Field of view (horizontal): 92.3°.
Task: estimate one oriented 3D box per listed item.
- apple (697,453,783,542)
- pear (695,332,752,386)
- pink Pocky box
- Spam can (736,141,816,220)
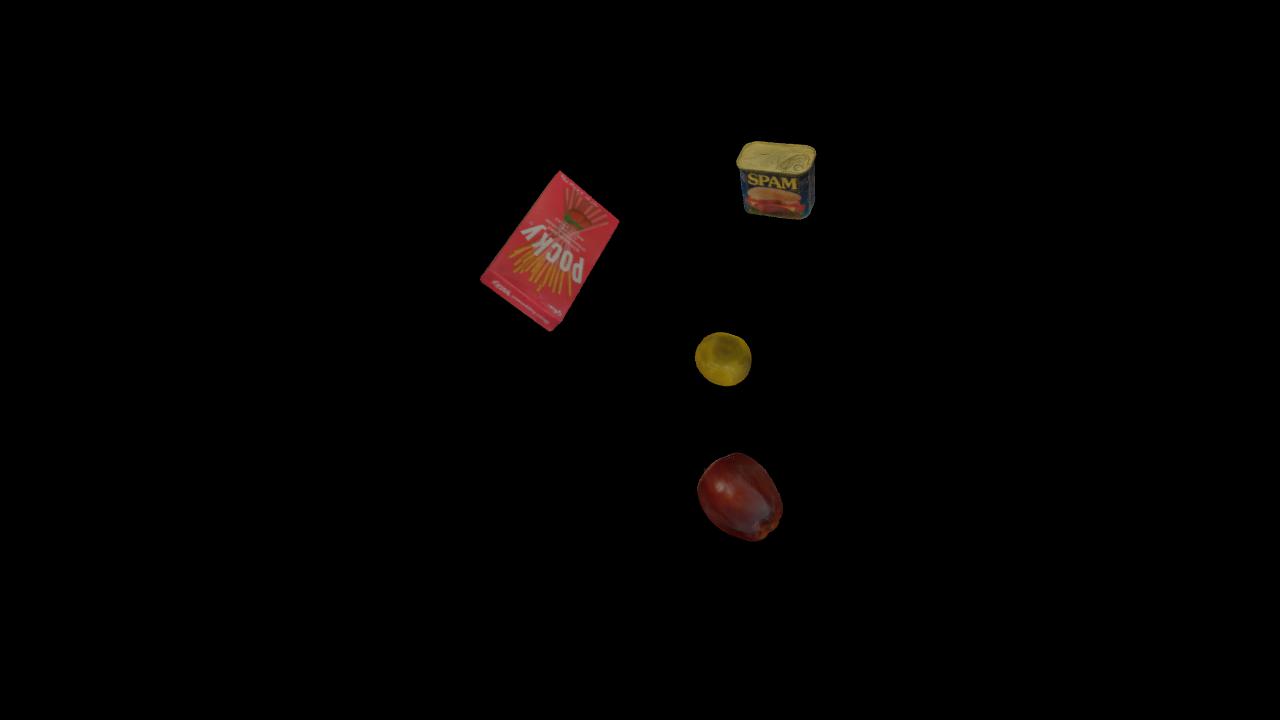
[{"bbox_3d":[0.101,0.141,0.634,0.079,0.079,0.093,0,36,-50],"label":"apple"},{"bbox_3d":[0.119,0.008,0.888,0.080,0.080,0.111,0,-21,6],"label":"pear"},{"bbox_3d":[-0.084,-0.111,0.612,0.084,0.155,0.029,37,-35,-17],"label":"pink Pocky box"},{"bbox_3d":[0.188,-0.245,0.844,0.101,0.058,0.085,15,-28,25],"label":"Spam can"}]
